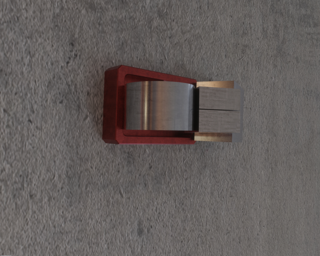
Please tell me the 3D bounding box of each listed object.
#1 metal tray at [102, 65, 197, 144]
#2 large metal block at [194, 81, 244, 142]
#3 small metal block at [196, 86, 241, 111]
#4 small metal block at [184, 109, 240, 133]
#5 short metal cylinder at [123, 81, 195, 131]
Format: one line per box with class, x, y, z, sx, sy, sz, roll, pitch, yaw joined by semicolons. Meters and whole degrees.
metal tray;-0.008;-0.024;0.396;0.131;0.030;0.089;3;88;-40
large metal block;0.087;-0.020;0.444;0.080;0.050;0.080;7;86;-66
small metal block;0.062;-0.032;0.374;0.050;0.050;0.025;2;88;-14
small metal block;0.062;-0.007;0.373;0.050;0.050;0.025;2;88;-14
short metal cylinder;-0.001;-0.022;0.353;0.081;0.080;0.050;1;90;-40
